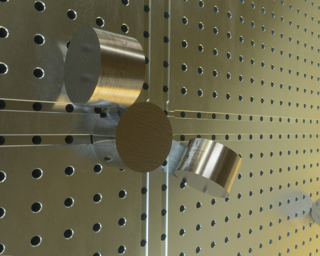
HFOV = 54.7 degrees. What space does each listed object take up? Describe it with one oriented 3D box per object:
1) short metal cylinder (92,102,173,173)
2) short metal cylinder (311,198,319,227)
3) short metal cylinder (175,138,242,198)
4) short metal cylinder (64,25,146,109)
[{"bbox_3d":[-0.032,0.010,0.368,0.081,0.050,0.079,0,90,-40],"label":"short metal cylinder"},{"bbox_3d":[0.401,0.203,0.715,0.050,0.080,0.080,46,62,-31],"label":"short metal cylinder"},{"bbox_3d":[0.067,0.056,0.433,0.080,0.080,0.050,41,65,-33],"label":"short metal cylinder"},{"bbox_3d":[-0.060,-0.061,0.325,0.050,0.080,0.079,2,89,-40],"label":"short metal cylinder"}]
